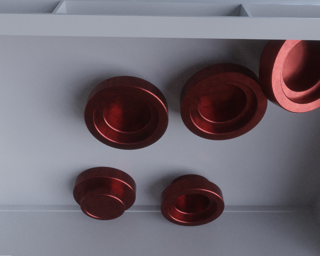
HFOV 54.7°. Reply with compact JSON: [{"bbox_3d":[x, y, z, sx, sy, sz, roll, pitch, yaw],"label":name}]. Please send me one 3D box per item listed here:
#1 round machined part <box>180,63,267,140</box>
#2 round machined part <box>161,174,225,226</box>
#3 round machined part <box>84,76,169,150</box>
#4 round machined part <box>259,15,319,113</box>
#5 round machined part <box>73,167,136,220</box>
[{"bbox_3d":[0.073,-0.035,0.370,0.099,0.042,0.097,0,131,0],"label":"round machined part"},{"bbox_3d":[0.050,0.112,0.494,0.099,0.042,0.097,-1,130,0],"label":"round machined part"},{"bbox_3d":[-0.039,-0.022,0.378,0.099,0.042,0.097,-1,130,0],"label":"round machined part"},{"bbox_3d":[0.146,-0.068,0.327,0.099,0.042,0.097,-8,116,-17],"label":"round machined part"},{"bbox_3d":[-0.088,0.109,0.490,0.099,0.042,0.097,-1,130,0],"label":"round machined part"}]
